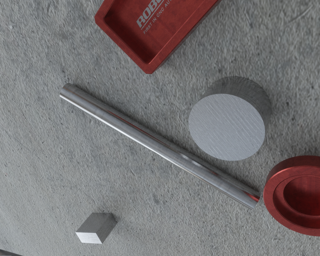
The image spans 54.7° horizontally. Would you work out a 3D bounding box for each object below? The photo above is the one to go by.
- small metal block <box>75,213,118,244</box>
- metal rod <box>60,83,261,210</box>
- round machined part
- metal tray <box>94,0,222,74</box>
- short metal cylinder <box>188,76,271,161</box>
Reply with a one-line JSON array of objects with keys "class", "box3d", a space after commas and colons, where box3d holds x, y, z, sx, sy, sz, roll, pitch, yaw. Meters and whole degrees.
[{"class": "small metal block", "box3d": [-0.114, 0.180, 0.560, 0.050, 0.050, 0.025, -10, 113, 32]}, {"class": "metal rod", "box3d": [-0.006, 0.021, 0.421, 0.301, 0.025, 0.025, 30, 128, 8]}, {"class": "round machined part", "box3d": [0.171, 0.071, 0.350, 0.098, 0.042, 0.097, 13, 124, 20]}, {"class": "metal tray", "box3d": [-0.001, -0.130, 0.322, 0.090, 0.030, 0.129, 45, 129, -4]}, {"class": "short metal cylinder", "box3d": [0.078, -0.011, 0.342, 0.080, 0.050, 0.079, 13, 124, 20]}]
